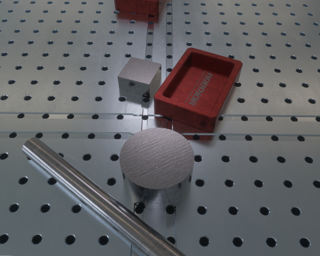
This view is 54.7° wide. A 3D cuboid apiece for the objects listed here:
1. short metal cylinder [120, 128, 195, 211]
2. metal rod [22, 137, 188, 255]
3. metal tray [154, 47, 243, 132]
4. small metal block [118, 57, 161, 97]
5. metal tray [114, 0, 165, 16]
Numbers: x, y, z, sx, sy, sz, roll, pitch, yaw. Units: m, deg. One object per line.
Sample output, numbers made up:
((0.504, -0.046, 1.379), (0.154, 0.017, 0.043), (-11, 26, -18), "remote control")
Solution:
((-0.003, 0.046, 0.352), (0.081, 0.050, 0.080), (0, 50, 0), "short metal cylinder")
((-0.043, 0.094, 0.327), (0.300, 0.025, 0.025), (31, 57, 23), "metal rod")
((0.058, -0.062, 0.456), (0.090, 0.030, 0.130), (20, 53, 16), "metal tray")
((-0.030, -0.079, 0.474), (0.050, 0.025, 0.050), (16, 52, 13), "small metal block")
((-0.032, -0.286, 0.644), (0.090, 0.030, 0.130), (10, 51, 8), "metal tray")
